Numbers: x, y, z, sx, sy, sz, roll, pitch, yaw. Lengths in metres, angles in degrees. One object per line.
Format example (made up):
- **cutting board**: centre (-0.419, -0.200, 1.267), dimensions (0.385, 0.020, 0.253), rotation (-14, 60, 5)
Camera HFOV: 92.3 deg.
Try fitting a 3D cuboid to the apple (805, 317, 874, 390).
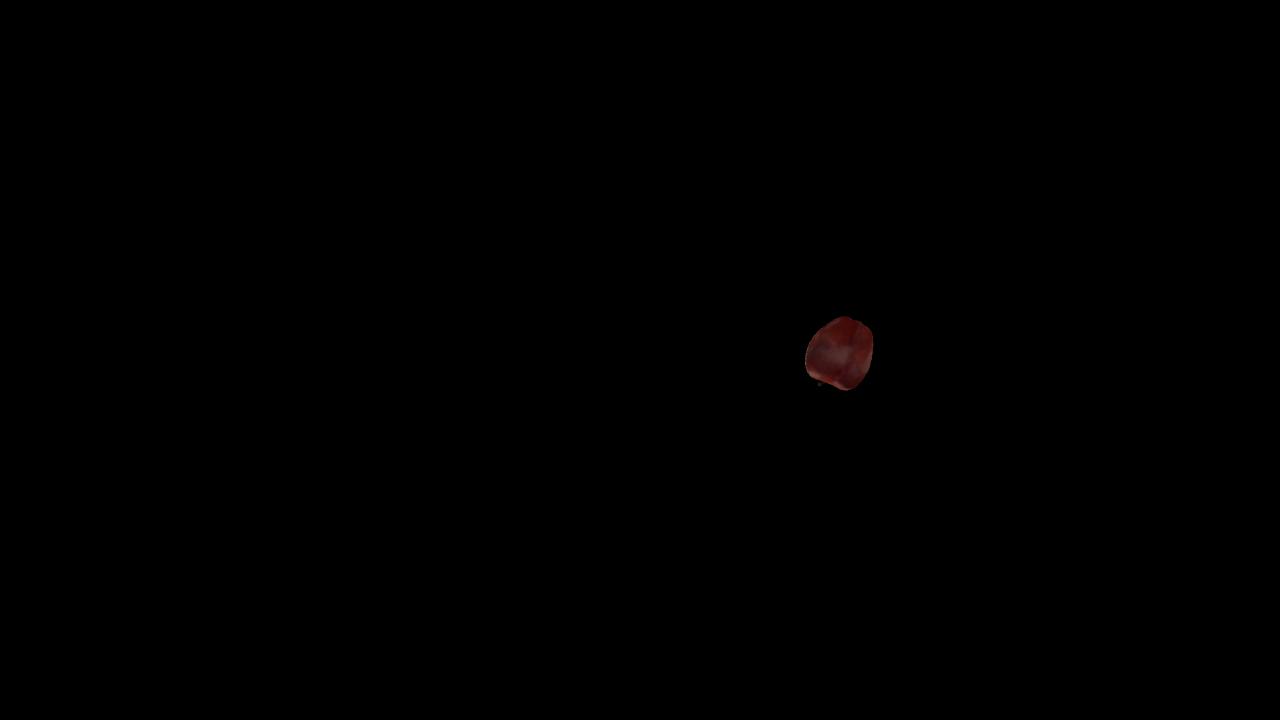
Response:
- **apple**: centre (0.249, -0.007, 0.771), dimensions (0.079, 0.093, 0.079), rotation (25, 6, -3)
